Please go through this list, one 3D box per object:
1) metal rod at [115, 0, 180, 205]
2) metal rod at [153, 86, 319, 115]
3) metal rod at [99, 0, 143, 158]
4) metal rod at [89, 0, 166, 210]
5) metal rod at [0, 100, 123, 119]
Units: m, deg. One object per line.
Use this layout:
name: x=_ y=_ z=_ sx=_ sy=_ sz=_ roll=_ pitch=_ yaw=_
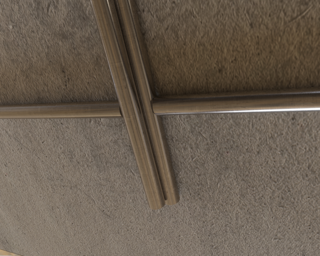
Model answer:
metal rod: x=-0.013 y=-0.023 z=0.400 sx=0.025 sy=0.025 sz=0.298 roll=1 pitch=119 yaw=27
metal rod: x=0.130 y=-0.029 z=0.322 sx=0.300 sy=0.025 sz=0.025 roll=0 pitch=118 yaw=28
metal rod: x=-0.036 y=-0.029 z=0.409 sx=0.025 sy=0.025 sz=0.298 roll=1 pitch=119 yaw=27
metal rod: x=-0.035 y=-0.020 z=0.387 sx=0.025 sy=0.025 sz=0.298 roll=1 pitch=119 yaw=27
metal rod: x=-0.181 y=-0.027 z=0.484 sx=0.301 sy=0.025 sz=0.025 roll=1 pitch=119 yaw=27
